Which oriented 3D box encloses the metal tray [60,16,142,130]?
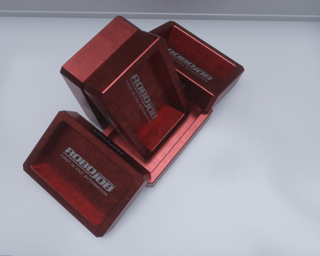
[{"bbox_3d":[-0.059,-0.059,0.372,0.030,0.130,0.090,38,75,13],"label":"metal tray"}]

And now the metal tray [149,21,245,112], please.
[{"bbox_3d":[0.038,-0.088,0.420,0.130,0.030,0.090,37,49,12],"label":"metal tray"}]

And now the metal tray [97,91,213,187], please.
[{"bbox_3d":[-0.005,0.000,0.405,0.090,0.030,0.130,37,74,12],"label":"metal tray"}]

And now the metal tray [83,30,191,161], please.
[{"bbox_3d":[-0.017,-0.031,0.350,0.030,0.130,0.090,31,71,35],"label":"metal tray"}]

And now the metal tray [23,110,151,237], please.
[{"bbox_3d":[-0.088,0.051,0.367,0.130,0.030,0.090,38,98,12],"label":"metal tray"}]
